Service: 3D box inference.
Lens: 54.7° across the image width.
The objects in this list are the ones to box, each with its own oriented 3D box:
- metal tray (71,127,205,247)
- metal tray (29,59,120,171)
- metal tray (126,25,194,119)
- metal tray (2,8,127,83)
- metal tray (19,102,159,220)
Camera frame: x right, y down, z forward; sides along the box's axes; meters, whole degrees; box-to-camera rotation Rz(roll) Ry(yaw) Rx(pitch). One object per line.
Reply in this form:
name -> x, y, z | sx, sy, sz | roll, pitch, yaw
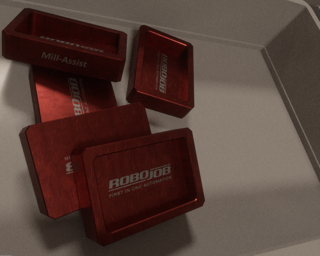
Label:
metal tray -> -0.017, 0.054, 0.322 | 0.131, 0.030, 0.089 | -11, 91, -35
metal tray -> -0.096, -0.019, 0.363 | 0.091, 0.030, 0.130 | -4, 64, -31
metal tray -> 0.003, -0.085, 0.457 | 0.091, 0.030, 0.130 | 16, 55, -20
metal tray -> -0.108, -0.102, 0.375 | 0.131, 0.030, 0.090 | 11, 35, -13
metal tray -> -0.068, 0.029, 0.328 | 0.131, 0.030, 0.089 | -16, 93, -35
